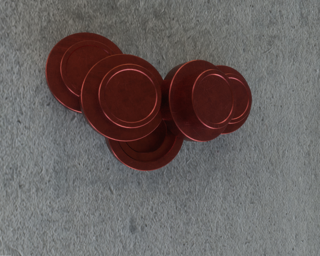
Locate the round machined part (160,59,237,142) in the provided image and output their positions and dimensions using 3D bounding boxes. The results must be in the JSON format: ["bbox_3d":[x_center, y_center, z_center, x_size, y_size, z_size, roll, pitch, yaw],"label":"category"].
[{"bbox_3d":[0.052,-0.032,0.366,0.099,0.042,0.097,1,88,-33],"label":"round machined part"}]

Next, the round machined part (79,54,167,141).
[{"bbox_3d":[-0.037,-0.034,0.343,0.099,0.042,0.097,0,90,-21],"label":"round machined part"}]

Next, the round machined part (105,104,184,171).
[{"bbox_3d":[-0.022,0.003,0.394,0.099,0.042,0.097,0,90,-21],"label":"round machined part"}]

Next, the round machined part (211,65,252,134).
[{"bbox_3d":[0.088,-0.040,0.435,0.099,0.042,0.097,0,90,-21],"label":"round machined part"}]

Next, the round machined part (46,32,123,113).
[{"bbox_3d":[-0.084,-0.066,0.370,0.099,0.042,0.097,0,90,-21],"label":"round machined part"}]
